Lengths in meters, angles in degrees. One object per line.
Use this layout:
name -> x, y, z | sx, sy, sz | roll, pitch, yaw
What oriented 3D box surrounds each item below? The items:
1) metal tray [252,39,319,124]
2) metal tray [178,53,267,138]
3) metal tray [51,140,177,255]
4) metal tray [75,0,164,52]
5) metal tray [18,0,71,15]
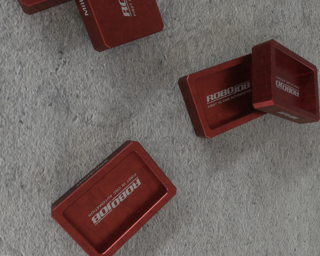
metal tray -> 0.183, -0.061, 0.444 | 0.131, 0.030, 0.090 | 12, 75, -38
metal tray -> 0.101, -0.049, 0.443 | 0.131, 0.030, 0.090 | -22, 98, -19
metal tray -> -0.055, 0.089, 0.386 | 0.130, 0.030, 0.090 | -41, 103, -15
metal tray -> -0.056, -0.166, 0.364 | 0.091, 0.030, 0.129 | -30, 109, -33
metal tray -> -0.142, -0.208, 0.353 | 0.091, 0.030, 0.129 | -29, 100, -18
